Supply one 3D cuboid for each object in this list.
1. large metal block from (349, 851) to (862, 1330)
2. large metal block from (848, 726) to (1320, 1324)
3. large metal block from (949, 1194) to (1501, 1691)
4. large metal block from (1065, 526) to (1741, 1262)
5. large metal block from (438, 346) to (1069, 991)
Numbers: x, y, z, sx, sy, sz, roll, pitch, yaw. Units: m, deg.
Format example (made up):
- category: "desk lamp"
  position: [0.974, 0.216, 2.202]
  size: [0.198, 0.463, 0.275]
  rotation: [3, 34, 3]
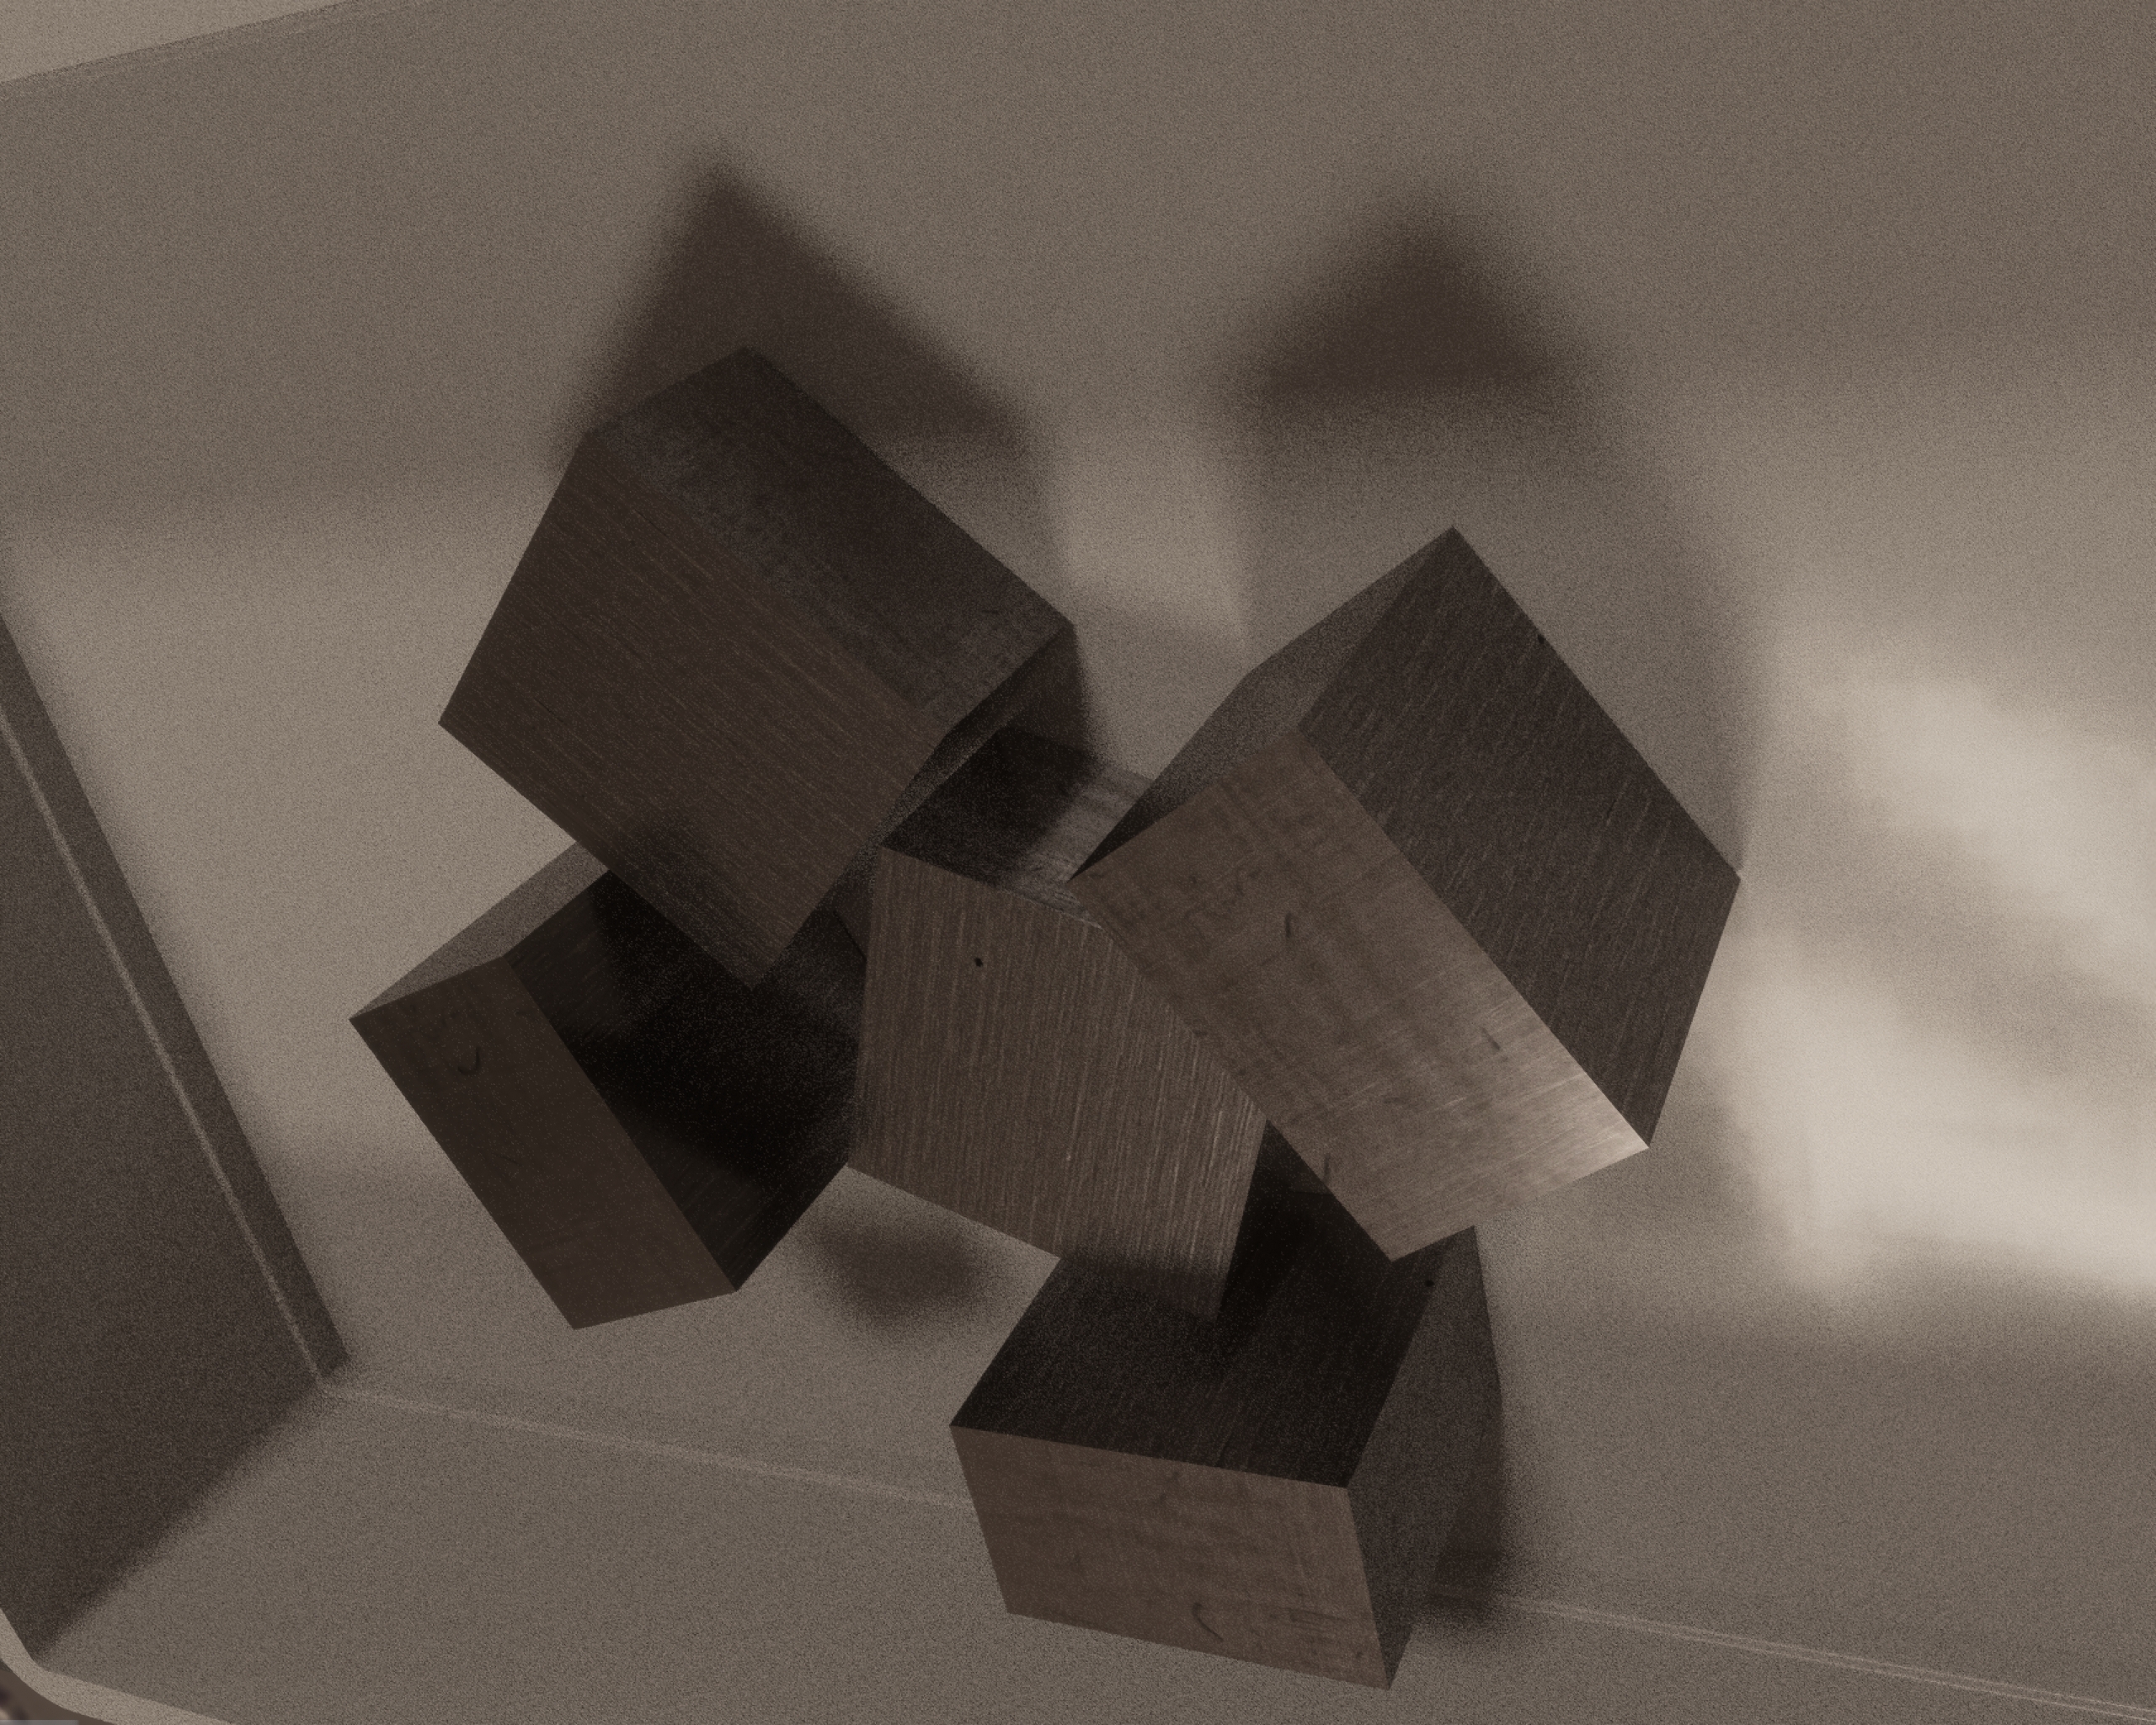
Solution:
- category: "large metal block"
  position: [-0.089, 0.038, 0.440]
  size: [0.050, 0.080, 0.080]
  rotation: [-20, 108, 35]
- category: "large metal block"
  position: [0.006, 0.031, 0.405]
  size: [0.080, 0.050, 0.079]
  rotation: [20, 126, 15]
- category: "large metal block"
  position: [0.033, 0.111, 0.422]
  size: [0.080, 0.080, 0.050]
  rotation: [1, 119, 27]
- category: "large metal block"
  position: [0.057, 0.003, 0.342]
  size: [0.080, 0.080, 0.050]
  rotation: [49, 128, -7]
- category: "large metal block"
  position: [-0.063, -0.036, 0.399]
  size: [0.080, 0.050, 0.080]
  rotation: [41, 129, 0]
